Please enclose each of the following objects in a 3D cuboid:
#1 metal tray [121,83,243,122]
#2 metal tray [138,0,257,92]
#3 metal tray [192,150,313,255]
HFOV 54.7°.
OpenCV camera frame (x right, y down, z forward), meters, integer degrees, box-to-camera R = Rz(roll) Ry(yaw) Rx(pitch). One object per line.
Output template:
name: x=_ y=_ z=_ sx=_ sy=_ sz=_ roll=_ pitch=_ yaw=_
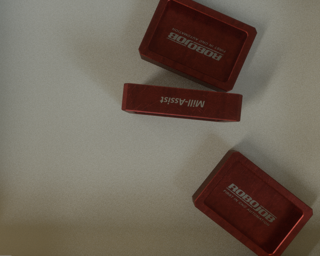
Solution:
metal tray: x=0.024 y=-0.028 z=0.379 sx=0.131 sy=0.090 sz=0.030 roll=6 pitch=90 yaw=-1
metal tray: x=0.048 y=-0.111 z=0.409 sx=0.131 sy=0.030 sz=0.090 roll=23 pitch=90 yaw=-1
metal tray: x=0.120 y=0.102 z=0.410 sx=0.130 sy=0.030 sz=0.090 roll=38 pitch=90 yaw=-1
